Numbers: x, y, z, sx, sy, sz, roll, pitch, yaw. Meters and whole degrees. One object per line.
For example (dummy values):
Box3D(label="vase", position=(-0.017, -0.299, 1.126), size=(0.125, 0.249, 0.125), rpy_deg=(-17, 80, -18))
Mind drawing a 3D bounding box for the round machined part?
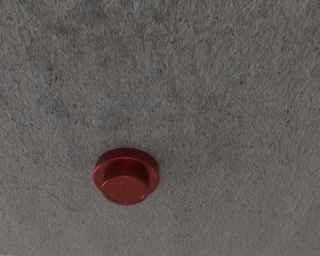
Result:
Box3D(label="round machined part", position=(-0.050, 0.079, 0.462), size=(0.099, 0.042, 0.097), rpy_deg=(0, 130, 0))
